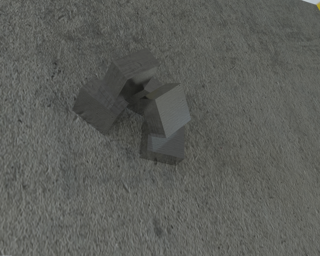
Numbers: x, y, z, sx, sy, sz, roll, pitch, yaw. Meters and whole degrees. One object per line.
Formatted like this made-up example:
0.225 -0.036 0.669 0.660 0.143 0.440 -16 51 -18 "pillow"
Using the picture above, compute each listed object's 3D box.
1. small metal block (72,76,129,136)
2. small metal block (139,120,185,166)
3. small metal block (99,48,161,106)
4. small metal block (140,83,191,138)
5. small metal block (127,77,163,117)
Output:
-0.072 -0.025 0.367 0.050 0.050 0.025 39 51 -3 "small metal block"
0.003 0.017 0.398 0.050 0.025 0.050 15 56 -20 "small metal block"
-0.034 -0.056 0.342 0.050 0.050 0.025 -33 81 -38 "small metal block"
0.008 -0.022 0.377 0.050 0.025 0.050 -36 119 -39 "small metal block"
-0.032 -0.048 0.403 0.050 0.050 0.025 28 52 -11 "small metal block"
